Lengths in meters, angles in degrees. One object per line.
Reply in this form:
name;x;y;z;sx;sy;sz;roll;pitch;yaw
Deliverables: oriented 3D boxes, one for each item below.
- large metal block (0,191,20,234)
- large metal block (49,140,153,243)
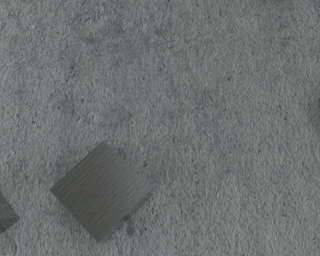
large metal block;-0.228;0.100;0.357;0.080;0.050;0.080;-39;75;-13
large metal block;-0.066;0.076;0.367;0.080;0.050;0.080;42;75;13
